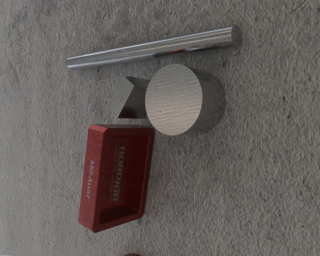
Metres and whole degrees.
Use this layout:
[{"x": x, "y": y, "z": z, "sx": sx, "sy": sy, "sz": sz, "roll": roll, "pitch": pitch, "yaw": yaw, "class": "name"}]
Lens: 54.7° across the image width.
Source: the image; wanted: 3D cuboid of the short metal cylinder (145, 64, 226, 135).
[{"x": 0.029, "y": -0.032, "z": 0.365, "sx": 0.080, "sy": 0.050, "sz": 0.080, "roll": 0, "pitch": 90, "yaw": 40, "class": "short metal cylinder"}]

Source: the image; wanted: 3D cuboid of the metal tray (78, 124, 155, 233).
[{"x": -0.055, "y": 0.061, "z": 0.407, "sx": 0.030, "sy": 0.091, "sz": 0.129, "roll": 13, "pitch": 98, "yaw": 39, "class": "metal tray"}]

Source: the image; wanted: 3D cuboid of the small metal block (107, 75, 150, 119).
[{"x": -0.035, "y": -0.040, "z": 0.418, "sx": 0.025, "sy": 0.050, "sz": 0.050, "roll": 45, "pitch": 117, "yaw": 31, "class": "small metal block"}]

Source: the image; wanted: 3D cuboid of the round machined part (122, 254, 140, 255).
[{"x": -0.045, "y": 0.232, "z": 0.432, "sx": 0.098, "sy": 0.042, "sz": 0.097, "roll": 0, "pitch": 90, "yaw": 40, "class": "round machined part"}]

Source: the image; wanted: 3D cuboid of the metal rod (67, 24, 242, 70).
[{"x": -0.032, "y": -0.105, "z": 0.431, "sx": 0.300, "sy": 0.025, "sz": 0.025, "roll": 3, "pitch": 92, "yaw": 40, "class": "metal rod"}]
